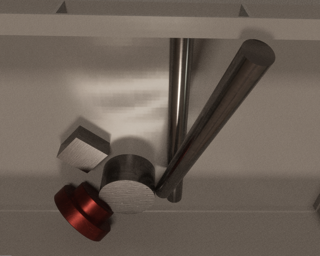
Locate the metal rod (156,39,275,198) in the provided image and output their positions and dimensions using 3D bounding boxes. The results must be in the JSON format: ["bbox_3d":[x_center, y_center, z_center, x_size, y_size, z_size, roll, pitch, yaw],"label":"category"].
[{"bbox_3d":[0.036,0.021,0.339,0.025,0.025,0.298,10,149,-9],"label":"metal rod"}]

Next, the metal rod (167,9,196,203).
[{"bbox_3d":[0.023,-0.002,0.407,0.025,0.025,0.298,0,130,0],"label":"metal rod"}]

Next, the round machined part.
[{"bbox_3d":[-0.109,0.121,0.473,0.042,0.098,0.098,-45,123,-5],"label":"round machined part"}]

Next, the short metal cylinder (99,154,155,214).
[{"bbox_3d":[-0.048,0.085,0.464,0.081,0.050,0.079,0,130,0],"label":"short metal cylinder"}]

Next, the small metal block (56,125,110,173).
[{"bbox_3d":[-0.107,0.031,0.434,0.050,0.025,0.050,34,122,-26],"label":"small metal block"}]
